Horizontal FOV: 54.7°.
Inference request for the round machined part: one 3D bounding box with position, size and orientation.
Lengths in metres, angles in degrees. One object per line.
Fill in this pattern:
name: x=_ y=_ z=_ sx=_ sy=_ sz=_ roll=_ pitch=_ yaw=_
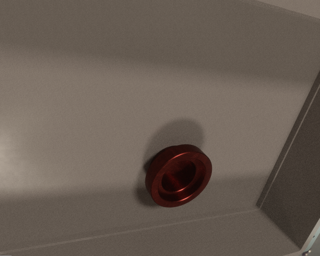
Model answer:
round machined part: x=0.023 y=0.065 z=0.452 sx=0.099 sy=0.042 sz=0.097 roll=-14 pitch=125 yaw=-21
